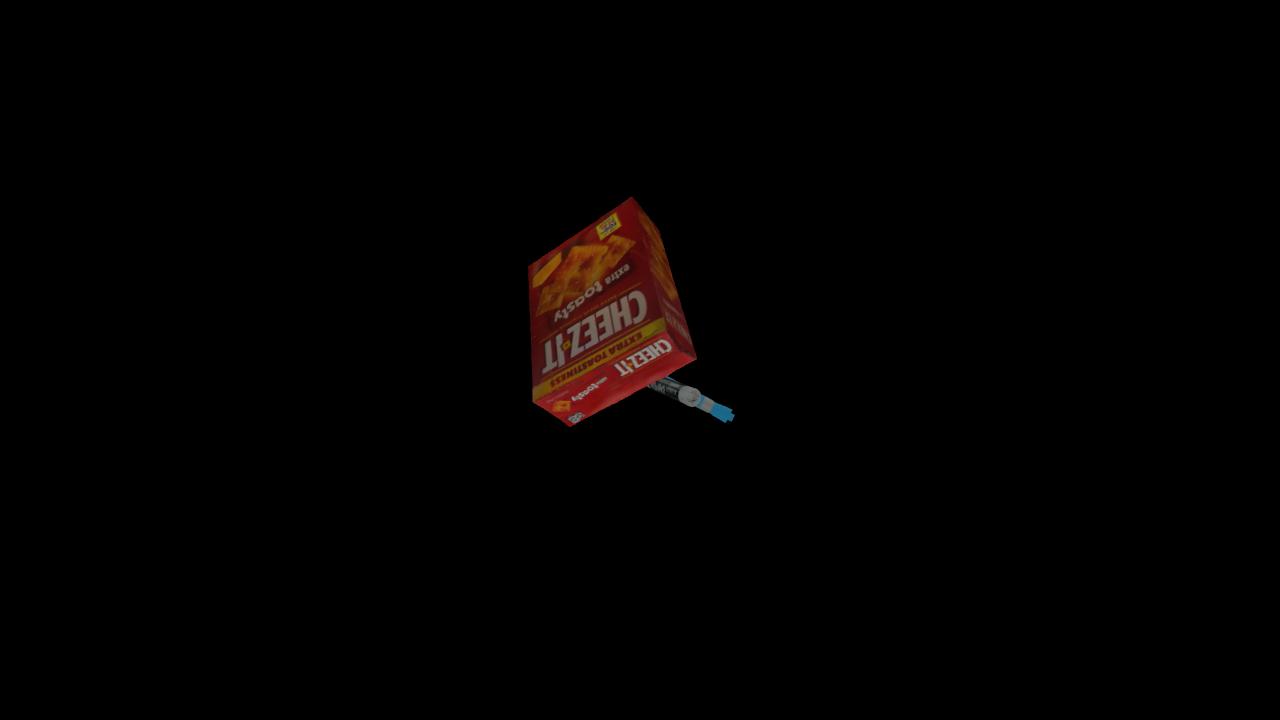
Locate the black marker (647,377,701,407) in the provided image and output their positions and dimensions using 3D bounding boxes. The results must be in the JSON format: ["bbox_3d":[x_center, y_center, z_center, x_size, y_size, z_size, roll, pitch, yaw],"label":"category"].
[{"bbox_3d":[0.026,0.028,0.661,0.020,0.020,0.121,0,9,-28],"label":"black marker"}]

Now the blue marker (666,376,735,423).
[{"bbox_3d":[0.060,0.044,0.755,0.121,0.020,0.020,27,4,7],"label":"blue marker"}]

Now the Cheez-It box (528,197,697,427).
[{"bbox_3d":[-0.043,-0.057,0.690,0.166,0.223,0.071,-29,-43,20],"label":"Cheez-It box"}]
